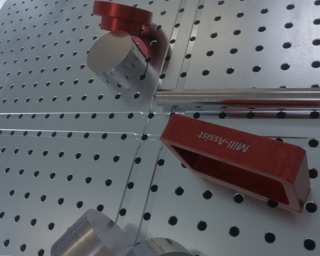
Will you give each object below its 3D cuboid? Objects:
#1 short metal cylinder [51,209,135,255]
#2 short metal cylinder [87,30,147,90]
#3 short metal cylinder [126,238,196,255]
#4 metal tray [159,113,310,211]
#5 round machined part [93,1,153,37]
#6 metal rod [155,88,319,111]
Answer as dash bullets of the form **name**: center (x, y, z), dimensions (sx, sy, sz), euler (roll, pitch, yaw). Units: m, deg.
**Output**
- **short metal cylinder**: center (-0.066, 0.132, 0.326), dimensions (0.050, 0.080, 0.080), euler (-45, 51, -3)
- **short metal cylinder**: center (-0.068, -0.107, 0.492), dimensions (0.080, 0.050, 0.080), euler (-12, 59, 22)
- **short metal cylinder**: center (0.004, 0.144, 0.274), dimensions (0.080, 0.080, 0.050), euler (-59, 10, -14)
- **metal tray**: center (0.074, 0.033, 0.307), dimensions (0.130, 0.090, 0.030), euler (17, 71, 34)
- **round machined part**: center (-0.063, -0.180, 0.518), dimensions (0.098, 0.099, 0.042), euler (23, 110, 36)
- **metal rod**: center (0.130, -0.034, 0.360), dimensions (0.300, 0.025, 0.025), euler (4, 64, 29)
